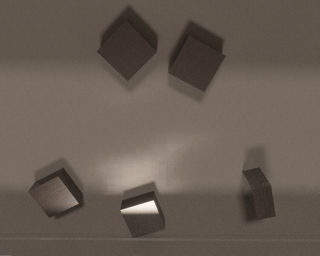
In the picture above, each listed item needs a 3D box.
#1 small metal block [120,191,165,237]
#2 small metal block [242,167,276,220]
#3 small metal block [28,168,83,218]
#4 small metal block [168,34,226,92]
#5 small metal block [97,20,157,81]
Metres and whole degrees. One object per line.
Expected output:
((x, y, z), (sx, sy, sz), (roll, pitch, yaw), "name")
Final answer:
((-0.025, 0.127, 0.458), (0.050, 0.025, 0.050), (-18, 109, 6), "small metal block")
((0.138, 0.091, 0.434), (0.025, 0.050, 0.050), (-14, 110, 5), "small metal block")
((-0.148, 0.093, 0.444), (0.050, 0.025, 0.050), (-27, 108, 9), "small metal block")
((0.044, -0.080, 0.382), (0.050, 0.025, 0.050), (26, 108, -10), "small metal block")
((-0.039, -0.094, 0.376), (0.050, 0.025, 0.050), (-43, 105, 14), "small metal block")
